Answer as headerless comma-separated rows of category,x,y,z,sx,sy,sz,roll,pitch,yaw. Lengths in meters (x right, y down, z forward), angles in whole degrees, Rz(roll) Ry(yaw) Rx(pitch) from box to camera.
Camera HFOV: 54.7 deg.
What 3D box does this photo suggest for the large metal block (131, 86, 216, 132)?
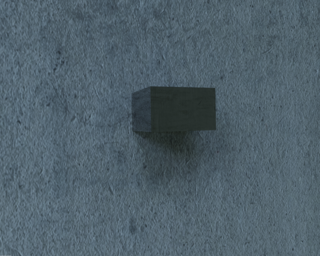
large metal block,0.014,-0.022,0.387,0.081,0.080,0.050,-1,91,-20
